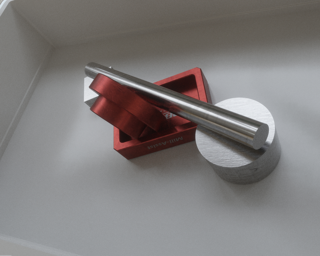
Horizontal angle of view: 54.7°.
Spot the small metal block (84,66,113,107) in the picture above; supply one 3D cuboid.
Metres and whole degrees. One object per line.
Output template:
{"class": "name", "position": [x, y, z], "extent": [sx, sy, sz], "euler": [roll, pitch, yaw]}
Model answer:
{"class": "small metal block", "position": [-0.091, -0.062, 0.488], "extent": [0.050, 0.025, 0.050], "euler": [-20, 54, 16]}

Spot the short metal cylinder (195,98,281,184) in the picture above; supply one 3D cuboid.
{"class": "short metal cylinder", "position": [0.085, 0.014, 0.334], "extent": [0.080, 0.050, 0.080], "euler": [-13, 56, 20]}

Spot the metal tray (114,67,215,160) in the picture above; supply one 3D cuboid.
{"class": "metal tray", "position": [0.003, -0.019, 0.408], "extent": [0.130, 0.030, 0.090], "euler": [-17, 55, 17]}

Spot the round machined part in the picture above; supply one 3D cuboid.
{"class": "round machined part", "position": [-0.045, -0.021, 0.375], "extent": [0.098, 0.098, 0.042], "euler": [31, 87, 37]}

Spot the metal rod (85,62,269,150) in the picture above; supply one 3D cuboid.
{"class": "metal rod", "position": [-0.008, -0.041, 0.379], "extent": [0.300, 0.025, 0.025], "euler": [27, 76, 43]}
